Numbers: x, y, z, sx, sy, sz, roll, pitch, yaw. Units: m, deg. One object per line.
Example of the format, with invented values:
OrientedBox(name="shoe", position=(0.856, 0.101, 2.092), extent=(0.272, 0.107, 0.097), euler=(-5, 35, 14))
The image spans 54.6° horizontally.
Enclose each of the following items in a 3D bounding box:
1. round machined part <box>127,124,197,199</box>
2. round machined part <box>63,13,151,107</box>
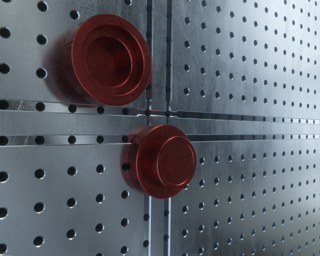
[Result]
OrientedBox(name="round machined part", position=(0.010, 0.044, 0.405), extent=(0.099, 0.042, 0.097), euler=(0, 90, -40))
OrientedBox(name="round machined part", position=(-0.061, -0.073, 0.346), extent=(0.099, 0.042, 0.097), euler=(0, 90, -40))
